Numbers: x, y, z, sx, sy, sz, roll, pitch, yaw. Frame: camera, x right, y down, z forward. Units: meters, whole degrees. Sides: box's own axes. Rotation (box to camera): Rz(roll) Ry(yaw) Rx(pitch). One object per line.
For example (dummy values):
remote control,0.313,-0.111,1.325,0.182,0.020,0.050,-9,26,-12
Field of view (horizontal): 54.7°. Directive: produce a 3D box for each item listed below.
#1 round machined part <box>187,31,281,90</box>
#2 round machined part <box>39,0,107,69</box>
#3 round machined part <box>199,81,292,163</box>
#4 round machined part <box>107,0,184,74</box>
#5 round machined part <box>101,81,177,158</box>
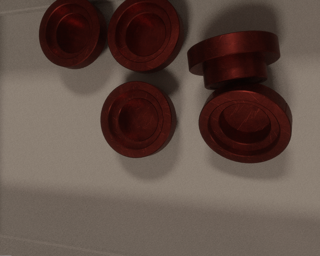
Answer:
round machined part,0.081,-0.069,0.342,0.098,0.098,0.042,-7,86,19
round machined part,-0.118,-0.132,0.442,0.098,0.042,0.097,0,90,19
round machined part,0.097,-0.010,0.351,0.098,0.042,0.097,13,130,16
round machined part,-0.016,-0.120,0.406,0.098,0.042,0.097,0,90,19
round machined part,-0.025,-0.011,0.409,0.098,0.042,0.097,0,90,19
